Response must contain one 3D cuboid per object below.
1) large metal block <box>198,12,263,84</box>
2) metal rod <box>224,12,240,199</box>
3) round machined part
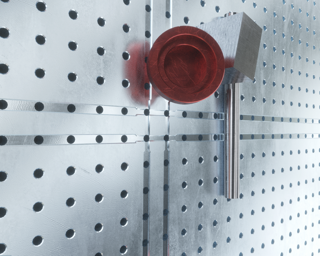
[{"bbox_3d":[0.094,-0.111,0.451,0.050,0.080,0.080,21,77,-40],"label":"large metal block"},{"bbox_3d":[0.118,-0.036,0.507,0.025,0.025,0.298,0,90,-40],"label":"metal rod"},{"bbox_3d":[0.031,-0.079,0.406,0.099,0.042,0.097,0,87,-11],"label":"round machined part"}]
